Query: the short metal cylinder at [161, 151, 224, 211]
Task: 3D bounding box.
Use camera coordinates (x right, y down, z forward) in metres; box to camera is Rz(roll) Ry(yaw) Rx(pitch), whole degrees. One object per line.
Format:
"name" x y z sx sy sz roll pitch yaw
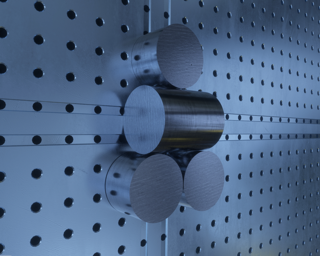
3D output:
"short metal cylinder" 0.044 0.070 0.430 0.081 0.050 0.079 0 90 -40

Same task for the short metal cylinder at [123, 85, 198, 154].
"short metal cylinder" -0.001 -0.010 0.375 0.050 0.080 0.079 1 90 -40

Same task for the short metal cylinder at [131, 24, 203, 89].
"short metal cylinder" 0.010 -0.089 0.403 0.081 0.050 0.079 0 90 -40

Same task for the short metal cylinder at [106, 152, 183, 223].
"short metal cylinder" -0.018 0.070 0.378 0.081 0.050 0.079 0 90 -40

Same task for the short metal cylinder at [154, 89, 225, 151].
"short metal cylinder" 0.037 -0.010 0.407 0.050 0.080 0.079 1 90 -40
